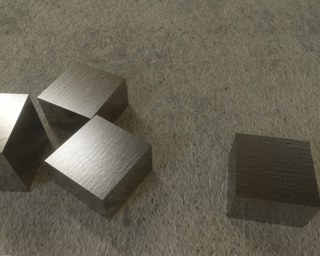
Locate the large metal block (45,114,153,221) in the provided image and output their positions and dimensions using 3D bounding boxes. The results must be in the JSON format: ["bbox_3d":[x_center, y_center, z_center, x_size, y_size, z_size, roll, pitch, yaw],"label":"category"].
[{"bbox_3d":[-0.065,0.042,0.351,0.080,0.050,0.080,28,55,21],"label":"large metal block"}]

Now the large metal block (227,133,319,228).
[{"bbox_3d":[0.119,0.056,0.340,0.080,0.050,0.080,7,50,6],"label":"large metal block"}]

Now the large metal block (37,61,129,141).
[{"bbox_3d":[-0.099,-0.036,0.416,0.080,0.050,0.080,21,53,16],"label":"large metal block"}]

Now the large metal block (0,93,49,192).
[{"bbox_3d":[-0.174,0.017,0.352,0.050,0.080,0.080,2,50,2],"label":"large metal block"}]
